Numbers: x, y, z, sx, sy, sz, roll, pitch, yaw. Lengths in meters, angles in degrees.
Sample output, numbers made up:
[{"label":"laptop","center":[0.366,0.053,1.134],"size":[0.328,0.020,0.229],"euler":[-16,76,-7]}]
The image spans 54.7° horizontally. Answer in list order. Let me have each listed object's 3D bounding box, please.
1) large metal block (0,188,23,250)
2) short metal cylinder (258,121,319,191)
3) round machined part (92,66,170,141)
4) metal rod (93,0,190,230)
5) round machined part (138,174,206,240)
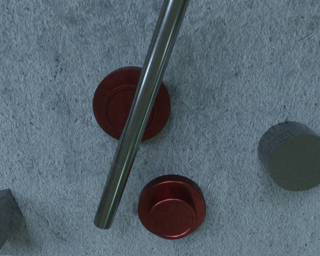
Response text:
[{"label":"large metal block","center":[-0.253,0.134,0.427],"size":[0.080,0.080,0.050],"euler":[-14,110,5]},{"label":"short metal cylinder","center":[0.177,0.036,0.411],"size":[0.081,0.050,0.079],"euler":[0,110,0]},{"label":"round machined part","center":[-0.036,-0.026,0.391],"size":[0.099,0.042,0.097],"euler":[0,110,0]},{"label":"metal rod","center":[-0.028,-0.007,0.362],"size":[0.025,0.025,0.298],"euler":[18,109,-7]},{"label":"round machined part","center":[0.017,0.120,0.445],"size":[0.099,0.042,0.097],"euler":[0,110,0]}]
